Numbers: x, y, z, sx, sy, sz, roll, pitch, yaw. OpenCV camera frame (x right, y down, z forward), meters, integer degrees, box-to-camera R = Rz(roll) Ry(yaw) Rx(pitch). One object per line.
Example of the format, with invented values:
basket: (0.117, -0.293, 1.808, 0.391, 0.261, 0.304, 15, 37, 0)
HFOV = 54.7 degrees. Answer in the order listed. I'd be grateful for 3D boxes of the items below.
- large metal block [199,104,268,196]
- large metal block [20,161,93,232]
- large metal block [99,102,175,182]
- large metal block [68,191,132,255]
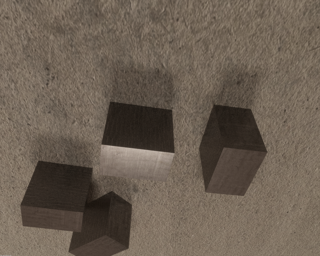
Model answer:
large metal block: (0.088, 0.028, 0.397, 0.050, 0.080, 0.079, 7, 130, -6)
large metal block: (-0.147, 0.099, 0.454, 0.081, 0.080, 0.050, 9, 129, -8)
large metal block: (-0.028, 0.016, 0.384, 0.081, 0.080, 0.050, 7, 130, -7)
large metal block: (-0.095, 0.163, 0.509, 0.080, 0.080, 0.050, -31, 124, 23)
